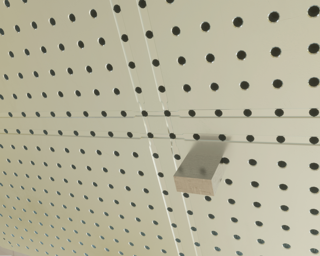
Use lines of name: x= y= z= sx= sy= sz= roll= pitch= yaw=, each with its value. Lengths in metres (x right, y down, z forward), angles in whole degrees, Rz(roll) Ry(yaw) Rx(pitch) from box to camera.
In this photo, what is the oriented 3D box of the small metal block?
small metal block: x=0.052 y=0.060 z=0.405 sx=0.050 sy=0.050 sz=0.025 roll=1 pitch=119 yaw=28
